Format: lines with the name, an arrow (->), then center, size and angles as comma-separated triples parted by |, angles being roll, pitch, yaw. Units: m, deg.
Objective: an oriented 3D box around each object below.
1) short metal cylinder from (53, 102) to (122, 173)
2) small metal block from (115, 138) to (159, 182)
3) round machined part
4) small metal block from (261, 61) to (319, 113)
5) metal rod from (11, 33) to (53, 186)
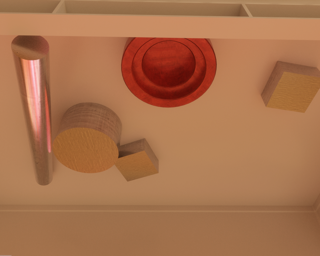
short metal cylinder -> -0.092, 0.014, 0.403 | 0.081, 0.050, 0.079 | -1, 130, 0
small metal block -> -0.035, 0.047, 0.449 | 0.050, 0.025, 0.050 | -18, 128, 14
round machined part -> 0.009, -0.073, 0.336 | 0.099, 0.042, 0.097 | -1, 130, 0
small metal block -> 0.157, -0.048, 0.370 | 0.050, 0.025, 0.050 | 8, 130, -7
metal rod -> -0.135, 0.009, 0.347 | 0.025, 0.025, 0.298 | 13, 150, -12
